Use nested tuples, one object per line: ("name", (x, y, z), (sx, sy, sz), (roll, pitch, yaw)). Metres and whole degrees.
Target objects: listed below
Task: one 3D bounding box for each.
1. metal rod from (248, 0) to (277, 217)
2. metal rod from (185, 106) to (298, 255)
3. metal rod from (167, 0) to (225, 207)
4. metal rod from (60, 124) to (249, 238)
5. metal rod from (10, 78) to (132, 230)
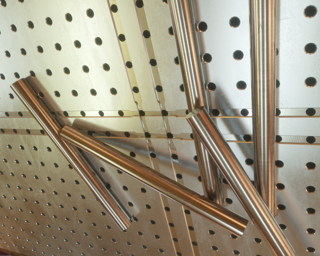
("metal rod", (0.117, -0.002, 0.347), (0.025, 0.025, 0.298), (4, 120, 26))
("metal rod", (0.121, 0.104, 0.377), (0.025, 0.025, 0.299), (-25, 105, 36))
("metal rod", (0.050, -0.009, 0.378), (0.025, 0.025, 0.298), (1, 119, 27))
("metal rod", (-0.021, 0.067, 0.441), (0.301, 0.025, 0.025), (26, 128, 19))
("metal rod", (-0.141, 0.050, 0.513), (0.025, 0.025, 0.299), (-24, 106, 36))
